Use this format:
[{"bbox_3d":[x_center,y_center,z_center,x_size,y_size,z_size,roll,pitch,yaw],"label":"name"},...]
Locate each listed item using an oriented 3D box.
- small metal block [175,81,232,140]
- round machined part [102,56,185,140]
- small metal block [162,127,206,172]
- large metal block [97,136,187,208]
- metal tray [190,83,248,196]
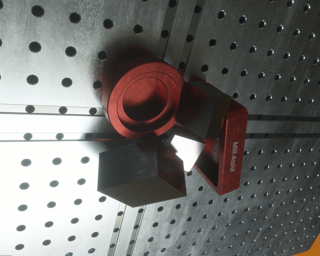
[{"bbox_3d":[0.049,-0.021,0.357,0.025,0.050,0.050,-9,122,-41],"label":"small metal block"},{"bbox_3d":[-0.021,-0.038,0.366,0.099,0.042,0.097,-14,125,-21],"label":"round machined part"},{"bbox_3d":[0.029,0.030,0.441,0.050,0.025,0.050,17,114,-24],"label":"small metal block"},{"bbox_3d":[-0.021,0.059,0.392,0.080,0.050,0.080,-17,146,21],"label":"large metal block"},{"bbox_3d":[0.073,0.015,0.420,0.030,0.090,0.129,-17,125,-19],"label":"metal tray"}]
